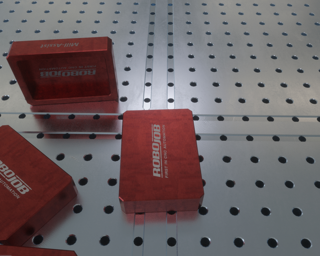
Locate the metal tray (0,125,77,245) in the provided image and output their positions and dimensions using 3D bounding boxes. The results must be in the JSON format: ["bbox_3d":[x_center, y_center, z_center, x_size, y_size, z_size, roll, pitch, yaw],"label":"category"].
[{"bbox_3d":[-0.172,0.061,0.353,0.130,0.030,0.090,32,57,24],"label":"metal tray"}]

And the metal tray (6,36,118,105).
[{"bbox_3d":[-0.128,-0.077,0.429,0.131,0.090,0.030,-4,50,-4],"label":"metal tray"}]

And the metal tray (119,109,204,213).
[{"bbox_3d":[-0.001,0.034,0.376,0.091,0.030,0.130,-2,50,-2],"label":"metal tray"}]

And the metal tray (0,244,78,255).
[{"bbox_3d":[-0.144,0.154,0.274,0.131,0.030,0.090,4,50,3],"label":"metal tray"}]
